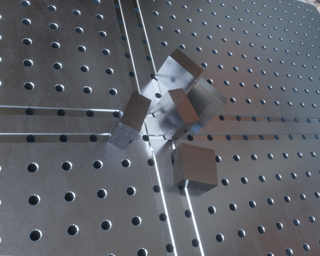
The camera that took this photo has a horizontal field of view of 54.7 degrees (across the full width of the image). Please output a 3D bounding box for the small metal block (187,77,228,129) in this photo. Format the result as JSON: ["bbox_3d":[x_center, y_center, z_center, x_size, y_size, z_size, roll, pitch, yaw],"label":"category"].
[{"bbox_3d":[0.060,-0.036,0.445,0.050,0.050,0.025,39,29,-2],"label":"small metal block"}]

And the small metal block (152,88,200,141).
[{"bbox_3d":[0.020,-0.018,0.415,0.025,0.050,0.050,-14,69,-34],"label":"small metal block"}]

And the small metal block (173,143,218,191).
[{"bbox_3d":[0.045,0.051,0.403,0.050,0.025,0.050,14,56,-21],"label":"small metal block"}]

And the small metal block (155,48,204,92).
[{"bbox_3d":[0.028,-0.080,0.458,0.050,0.050,0.025,41,51,-1],"label":"small metal block"}]

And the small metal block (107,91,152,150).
[{"bbox_3d":[-0.038,-0.009,0.378,0.025,0.050,0.050,27,52,-12],"label":"small metal block"}]
